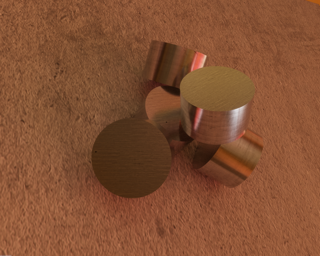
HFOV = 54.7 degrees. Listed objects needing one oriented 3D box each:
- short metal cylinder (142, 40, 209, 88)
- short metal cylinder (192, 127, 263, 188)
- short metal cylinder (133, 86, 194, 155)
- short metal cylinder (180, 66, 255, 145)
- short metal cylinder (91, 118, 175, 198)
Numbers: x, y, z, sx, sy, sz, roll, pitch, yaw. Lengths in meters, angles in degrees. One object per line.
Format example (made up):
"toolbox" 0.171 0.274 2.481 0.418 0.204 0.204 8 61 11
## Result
"short metal cylinder" 0.020 -0.083 0.423 0.081 0.080 0.050 13 100 -21
"short metal cylinder" 0.085 0.029 0.397 0.050 0.080 0.080 31 52 -9
"short metal cylinder" 0.009 -0.007 0.398 0.081 0.050 0.080 14 55 -21
"short metal cylinder" 0.063 -0.027 0.354 0.080 0.050 0.080 -2 45 2
"short metal cylinder" -0.026 0.029 0.331 0.080 0.050 0.079 0 92 6
